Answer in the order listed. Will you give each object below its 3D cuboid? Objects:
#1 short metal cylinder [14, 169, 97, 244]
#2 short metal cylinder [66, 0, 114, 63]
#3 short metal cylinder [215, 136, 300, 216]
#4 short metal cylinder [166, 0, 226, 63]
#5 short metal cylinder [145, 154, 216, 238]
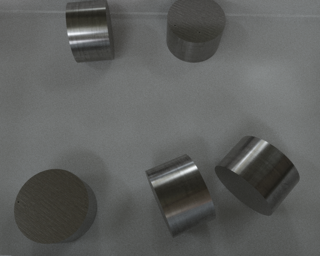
[{"bbox_3d":[-0.118,0.092,0.361,0.081,0.050,0.080,0,70,0],"label":"short metal cylinder"},{"bbox_3d":[-0.094,-0.133,0.428,0.050,0.080,0.080,-6,70,-3],"label":"short metal cylinder"},{"bbox_3d":[0.112,0.055,0.362,0.080,0.080,0.050,42,75,13],"label":"short metal cylinder"},{"bbox_3d":[0.050,-0.142,0.449,0.081,0.050,0.080,0,70,-1],"label":"short metal cylinder"},{"bbox_3d":[0.022,0.076,0.353,0.050,0.080,0.080,-22,72,-8],"label":"short metal cylinder"}]
